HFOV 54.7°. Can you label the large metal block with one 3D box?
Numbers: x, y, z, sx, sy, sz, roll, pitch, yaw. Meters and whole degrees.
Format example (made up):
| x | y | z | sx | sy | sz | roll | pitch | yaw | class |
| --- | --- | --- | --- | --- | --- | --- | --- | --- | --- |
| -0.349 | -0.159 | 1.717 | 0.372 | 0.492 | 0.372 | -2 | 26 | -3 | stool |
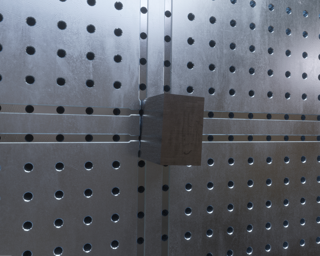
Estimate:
| x | y | z | sx | sy | sz | roll | pitch | yaw | class |
| --- | --- | --- | --- | --- | --- | --- | --- | --- | --- |
| 0.012 | 0.002 | 0.388 | 0.050 | 0.080 | 0.079 | 4 | 89 | -20 | large metal block |
